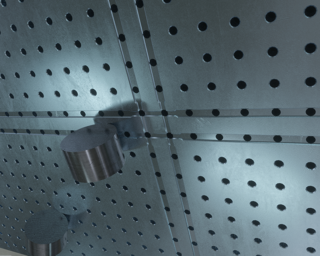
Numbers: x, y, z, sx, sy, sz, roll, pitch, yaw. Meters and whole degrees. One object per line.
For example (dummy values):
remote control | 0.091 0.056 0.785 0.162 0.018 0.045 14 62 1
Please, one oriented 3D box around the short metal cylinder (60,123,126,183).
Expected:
short metal cylinder | -0.095 0.034 0.445 0.080 0.080 0.050 1 119 27

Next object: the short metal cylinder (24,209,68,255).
short metal cylinder | -0.228 0.212 0.624 0.080 0.080 0.050 24 127 13
